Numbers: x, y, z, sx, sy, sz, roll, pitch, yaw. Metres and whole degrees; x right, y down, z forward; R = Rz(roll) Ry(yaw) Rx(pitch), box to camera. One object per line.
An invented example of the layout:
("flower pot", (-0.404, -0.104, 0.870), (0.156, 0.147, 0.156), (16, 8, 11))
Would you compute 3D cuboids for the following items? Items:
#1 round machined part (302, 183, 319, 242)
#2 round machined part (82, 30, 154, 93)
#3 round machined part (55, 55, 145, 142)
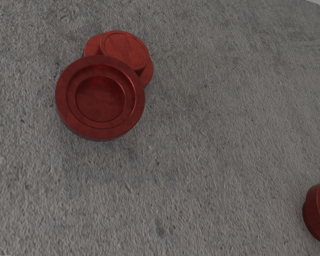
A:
("round machined part", (0.248, 0.129, 0.447), (0.099, 0.042, 0.098), (14, 56, -21))
("round machined part", (-0.053, -0.093, 0.421), (0.099, 0.042, 0.098), (14, 56, -21))
("round machined part", (-0.070, -0.032, 0.362), (0.099, 0.042, 0.098), (4, 77, -17))
